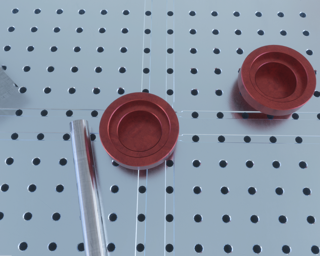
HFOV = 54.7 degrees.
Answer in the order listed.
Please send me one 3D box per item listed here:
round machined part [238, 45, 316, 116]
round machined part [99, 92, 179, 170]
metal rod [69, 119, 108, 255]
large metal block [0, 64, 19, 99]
[{"bbox_3d":[0.156,-0.061,0.426,0.099,0.042,0.098,0,70,0],"label":"round machined part"},{"bbox_3d":[-0.025,0.007,0.400,0.099,0.042,0.098,0,70,0],"label":"round machined part"},{"bbox_3d":[-0.077,0.131,0.363,0.025,0.025,0.299,-11,70,-4],"label":"metal rod"},{"bbox_3d":[-0.260,-0.071,0.422,0.080,0.050,0.080,-39,75,-13],"label":"large metal block"}]
